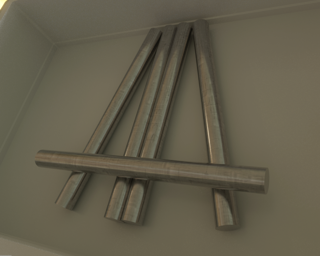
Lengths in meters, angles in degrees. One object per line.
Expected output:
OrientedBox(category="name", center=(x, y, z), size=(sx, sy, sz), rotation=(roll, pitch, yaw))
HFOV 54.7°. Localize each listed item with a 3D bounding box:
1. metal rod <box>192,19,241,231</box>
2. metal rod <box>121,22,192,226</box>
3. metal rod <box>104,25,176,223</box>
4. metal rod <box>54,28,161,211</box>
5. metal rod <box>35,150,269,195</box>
OrientedBox(category="metal rod", center=(0.064, -0.027, 0.387), size=(0.025, 0.025, 0.299), rotation=(-15, 56, 20))
OrientedBox(category="metal rod", center=(0.003, -0.023, 0.417), size=(0.025, 0.025, 0.300), rotation=(1, 62, 29))
OrientedBox(category="metal rod", center=(-0.018, -0.023, 0.428), size=(0.025, 0.025, 0.300), rotation=(1, 62, 29))
OrientedBox(category="metal rod", center=(-0.066, -0.025, 0.454), size=(0.025, 0.025, 0.300), rotation=(13, 68, 33))
OrientedBox(category="metal rod", center=(-0.032, 0.046, 0.360), size=(0.300, 0.025, 0.025), rotation=(1, 63, 29))
